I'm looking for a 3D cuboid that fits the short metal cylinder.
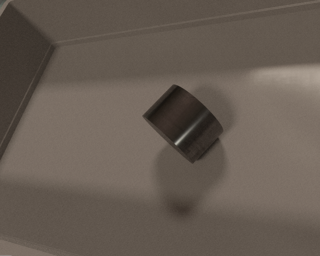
[{"bbox_3d":[0.026,-0.004,0.359,0.050,0.080,0.080,-46,52,-4],"label":"short metal cylinder"}]
